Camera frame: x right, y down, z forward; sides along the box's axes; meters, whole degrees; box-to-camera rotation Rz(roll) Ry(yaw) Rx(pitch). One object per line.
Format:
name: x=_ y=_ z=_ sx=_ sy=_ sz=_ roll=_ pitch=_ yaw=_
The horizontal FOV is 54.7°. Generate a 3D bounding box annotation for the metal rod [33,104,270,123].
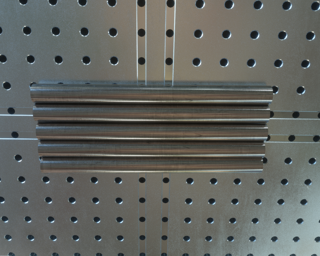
metal rod: x=-0.010 y=-0.020 z=0.406 sx=0.302 sy=0.025 sz=0.025 roll=0 pitch=110 yaw=-1

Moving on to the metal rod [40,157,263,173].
metal rod: x=-0.010 y=0.050 z=0.432 sx=0.302 sy=0.025 sz=0.025 roll=0 pitch=110 yaw=-1

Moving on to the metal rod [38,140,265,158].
metal rod: x=-0.010 y=0.028 z=0.423 sx=0.302 sy=0.025 sz=0.025 roll=0 pitch=110 yaw=-1

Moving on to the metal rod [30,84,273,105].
metal rod: x=-0.009 y=-0.043 z=0.397 sx=0.302 sy=0.025 sz=0.025 roll=0 pitch=110 yaw=-1

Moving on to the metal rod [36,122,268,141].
metal rod: x=-0.010 y=0.005 z=0.415 sx=0.302 sy=0.025 sz=0.025 roll=0 pitch=110 yaw=-1
